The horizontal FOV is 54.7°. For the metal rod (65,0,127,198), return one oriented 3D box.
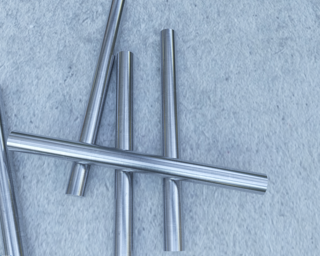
[{"bbox_3d":[-0.083,-0.057,0.427,0.025,0.025,0.299,7,70,2],"label":"metal rod"}]

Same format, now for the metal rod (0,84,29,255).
[{"bbox_3d":[-0.188,0.076,0.378,0.025,0.025,0.299,-17,71,-6],"label":"metal rod"}]

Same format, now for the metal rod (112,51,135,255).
[{"bbox_3d":[-0.045,0.036,0.394,0.025,0.025,0.299,-1,70,-1],"label":"metal rod"}]

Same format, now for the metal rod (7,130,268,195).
[{"bbox_3d":[-0.028,0.040,0.365,0.302,0.025,0.025,10,70,3],"label":"metal rod"}]

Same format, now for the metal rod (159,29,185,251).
[{"bbox_3d":[0.014,0.001,0.407,0.025,0.025,0.299,-1,70,-1],"label":"metal rod"}]
